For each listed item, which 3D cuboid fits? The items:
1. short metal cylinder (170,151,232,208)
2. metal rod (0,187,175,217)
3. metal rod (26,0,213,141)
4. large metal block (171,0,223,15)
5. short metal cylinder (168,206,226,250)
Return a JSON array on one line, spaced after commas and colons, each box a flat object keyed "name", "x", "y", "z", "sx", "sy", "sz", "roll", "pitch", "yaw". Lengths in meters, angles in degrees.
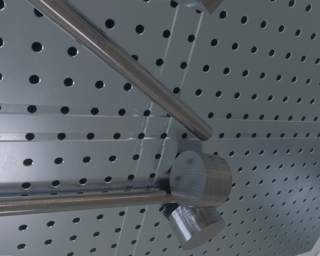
[{"name": "short metal cylinder", "x": 0.058, "y": 0.076, "z": 0.455, "sx": 0.050, "sy": 0.080, "sz": 0.079, "roll": 12, "pitch": 112, "yaw": -34}, {"name": "metal rod", "x": -0.088, "y": 0.098, "z": 0.423, "sx": 0.302, "sy": 0.025, "sz": 0.025, "roll": 4, "pitch": 117, "yaw": -30}, {"name": "metal rod", "x": -0.027, "y": -0.061, "z": 0.358, "sx": 0.025, "sy": 0.025, "sz": 0.301, "roll": -49, "pitch": 129, "yaw": 6}, {"name": "large metal block", "x": 0.042, "y": -0.165, "z": 0.297, "sx": 0.080, "sy": 0.080, "sz": 0.050, "roll": -47, "pitch": 129, "yaw": 5}, {"name": "short metal cylinder", "x": 0.060, "y": 0.157, "z": 0.512, "sx": 0.081, "sy": 0.050, "sz": 0.080, "roll": -22, "pitch": 143, "yaw": -17}]
